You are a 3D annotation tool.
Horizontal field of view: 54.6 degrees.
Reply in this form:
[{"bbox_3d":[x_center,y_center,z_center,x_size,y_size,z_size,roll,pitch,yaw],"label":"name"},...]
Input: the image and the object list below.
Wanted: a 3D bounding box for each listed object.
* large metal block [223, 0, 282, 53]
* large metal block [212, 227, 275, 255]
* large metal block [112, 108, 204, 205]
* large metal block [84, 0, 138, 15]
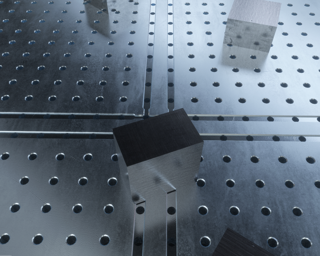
[{"bbox_3d":[0.163,-0.185,0.548,0.080,0.050,0.080,15,52,12],"label":"large metal block"},{"bbox_3d":[0.072,0.149,0.267,0.080,0.050,0.080,28,55,21],"label":"large metal block"},{"bbox_3d":[-0.003,0.033,0.345,0.081,0.080,0.050,-17,52,-14],"label":"large metal block"},{"bbox_3d":[-0.103,-0.283,0.629,0.080,0.050,0.080,36,59,26],"label":"large metal block"}]
